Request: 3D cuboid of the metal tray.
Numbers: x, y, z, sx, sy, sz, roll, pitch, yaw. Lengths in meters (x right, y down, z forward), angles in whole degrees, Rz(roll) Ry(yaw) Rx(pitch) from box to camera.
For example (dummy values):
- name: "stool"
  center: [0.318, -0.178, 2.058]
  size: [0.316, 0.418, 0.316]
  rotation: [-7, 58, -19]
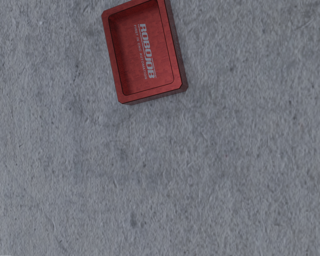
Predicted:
- name: "metal tray"
  center: [-0.021, -0.103, 0.412]
  size: [0.090, 0.030, 0.129]
  rotation: [-13, 86, 19]
